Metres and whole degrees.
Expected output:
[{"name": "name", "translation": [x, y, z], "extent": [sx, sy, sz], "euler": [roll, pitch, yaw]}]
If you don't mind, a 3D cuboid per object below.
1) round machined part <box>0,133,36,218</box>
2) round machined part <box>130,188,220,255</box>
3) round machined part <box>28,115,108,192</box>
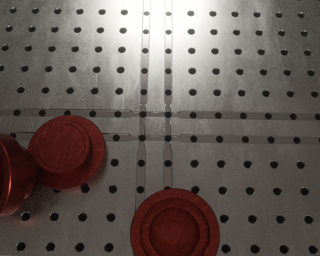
[{"name": "round machined part", "translation": [-0.185, 0.055, 0.364], "extent": [0.098, 0.042, 0.097], "euler": [-2, 87, 32]}, {"name": "round machined part", "translation": [0.017, 0.122, 0.358], "extent": [0.099, 0.042, 0.098], "euler": [0, 70, -1]}, {"name": "round machined part", "translation": [-0.119, 0.028, 0.391], "extent": [0.099, 0.042, 0.098], "euler": [0, 70, -1]}]
